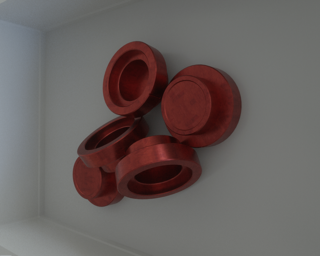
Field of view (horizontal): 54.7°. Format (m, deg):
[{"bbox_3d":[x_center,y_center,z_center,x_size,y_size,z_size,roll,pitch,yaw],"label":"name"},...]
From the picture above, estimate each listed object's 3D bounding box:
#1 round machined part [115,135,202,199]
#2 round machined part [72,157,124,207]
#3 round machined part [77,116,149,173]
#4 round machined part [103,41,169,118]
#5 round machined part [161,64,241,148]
[{"bbox_3d":[-0.004,0.044,0.364,0.098,0.099,0.042,-40,49,33],"label":"round machined part"},{"bbox_3d":[-0.096,0.072,0.472,0.098,0.042,0.097,0,90,39],"label":"round machined part"},{"bbox_3d":[-0.057,0.023,0.416,0.098,0.098,0.042,-12,117,39],"label":"round machined part"},{"bbox_3d":[-0.028,-0.061,0.410,0.098,0.042,0.098,-10,74,39],"label":"round machined part"},{"bbox_3d":[0.040,-0.025,0.361,0.098,0.042,0.097,0,90,39],"label":"round machined part"}]
